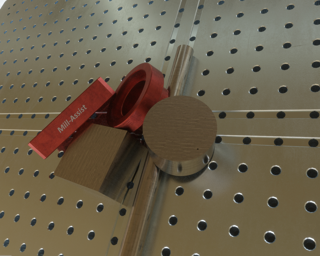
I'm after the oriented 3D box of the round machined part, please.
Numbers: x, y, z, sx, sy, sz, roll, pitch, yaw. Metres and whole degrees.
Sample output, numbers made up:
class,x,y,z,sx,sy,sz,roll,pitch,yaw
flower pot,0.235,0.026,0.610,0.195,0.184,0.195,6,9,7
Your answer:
class,x,y,z,sx,sy,sz,roll,pitch,yaw
round machined part,-0.026,-0.035,0.416,0.098,0.042,0.098,-37,36,34

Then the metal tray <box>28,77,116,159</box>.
class,x,y,z,sx,sy,sz,roll,pitch,yaw
metal tray,-0.123,-0.018,0.449,0.130,0.030,0.090,-44,13,-2

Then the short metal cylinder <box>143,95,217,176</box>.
class,x,y,z,sx,sy,sz,roll,pitch,yaw
short metal cylinder,0.023,0.010,0.357,0.080,0.050,0.080,-2,64,4

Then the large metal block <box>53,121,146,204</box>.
class,x,y,z,sx,sy,sz,roll,pitch,yaw
large metal block,-0.078,0.043,0.407,0.080,0.050,0.080,11,67,32

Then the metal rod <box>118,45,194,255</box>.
class,x,y,z,sx,sy,sz,roll,pitch,yaw
metal rod,0.001,0.016,0.398,0.025,0.025,0.300,1,62,29
